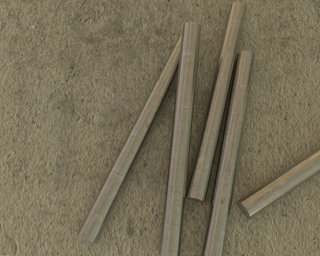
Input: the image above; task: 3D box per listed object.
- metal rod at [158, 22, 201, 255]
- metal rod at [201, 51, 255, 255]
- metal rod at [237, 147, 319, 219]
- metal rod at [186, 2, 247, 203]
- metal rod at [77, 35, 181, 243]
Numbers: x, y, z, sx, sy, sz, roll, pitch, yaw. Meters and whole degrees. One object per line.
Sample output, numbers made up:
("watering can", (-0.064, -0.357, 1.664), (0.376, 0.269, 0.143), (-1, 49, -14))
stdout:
("metal rod", (0.028, 0.002, 0.393), (0.025, 0.025, 0.299), (6, 75, 2))
("metal rod", (0.089, 0.033, 0.396), (0.025, 0.025, 0.299), (13, 70, 4))
("metal rod", (0.229, 0.025, 0.400), (0.301, 0.025, 0.025), (-30, 73, -11))
("metal rod", (0.081, -0.048, 0.426), (0.025, 0.025, 0.299), (14, 70, 5))
("metal rod", (-0.023, 0.001, 0.407), (0.025, 0.025, 0.300), (23, 71, 8))
